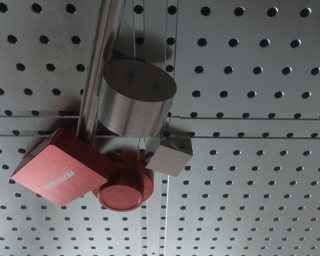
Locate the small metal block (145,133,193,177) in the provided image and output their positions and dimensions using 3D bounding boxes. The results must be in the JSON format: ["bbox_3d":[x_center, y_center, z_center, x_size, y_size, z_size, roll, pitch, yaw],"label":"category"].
[{"bbox_3d":[0.012,0.040,0.446,0.050,0.025,0.050,20,127,-17],"label":"small metal block"}]

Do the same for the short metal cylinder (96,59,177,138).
[{"bbox_3d":[-0.027,-0.034,0.346,0.081,0.080,0.050,11,129,-10],"label":"short metal cylinder"}]

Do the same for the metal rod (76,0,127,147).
[{"bbox_3d":[-0.080,-0.043,0.374,0.025,0.025,0.298,13,129,-11],"label":"metal rod"}]

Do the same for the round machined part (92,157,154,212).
[{"bbox_3d":[-0.059,0.093,0.479,0.099,0.042,0.097,-1,130,0],"label":"round machined part"}]

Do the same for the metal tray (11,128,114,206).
[{"bbox_3d":[-0.139,0.061,0.437,0.090,0.030,0.130,39,131,-23],"label":"metal tray"}]
